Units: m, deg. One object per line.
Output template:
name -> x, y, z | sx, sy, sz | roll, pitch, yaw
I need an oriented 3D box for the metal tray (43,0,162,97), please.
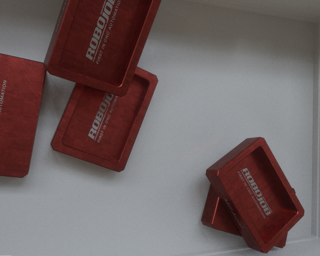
metal tray -> -0.060, -0.108, 0.335 | 0.091, 0.030, 0.129 | 16, 100, -32

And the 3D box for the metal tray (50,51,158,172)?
metal tray -> -0.067, -0.021, 0.383 | 0.091, 0.030, 0.130 | 23, 82, -19

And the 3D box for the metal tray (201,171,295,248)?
metal tray -> 0.132, 0.114, 0.453 | 0.131, 0.030, 0.090 | 22, 76, -19

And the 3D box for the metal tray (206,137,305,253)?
metal tray -> 0.132, 0.089, 0.422 | 0.091, 0.030, 0.130 | -34, 97, -22

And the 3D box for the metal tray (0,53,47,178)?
metal tray -> -0.183, -0.016, 0.341 | 0.091, 0.030, 0.129 | 10, 87, -20
